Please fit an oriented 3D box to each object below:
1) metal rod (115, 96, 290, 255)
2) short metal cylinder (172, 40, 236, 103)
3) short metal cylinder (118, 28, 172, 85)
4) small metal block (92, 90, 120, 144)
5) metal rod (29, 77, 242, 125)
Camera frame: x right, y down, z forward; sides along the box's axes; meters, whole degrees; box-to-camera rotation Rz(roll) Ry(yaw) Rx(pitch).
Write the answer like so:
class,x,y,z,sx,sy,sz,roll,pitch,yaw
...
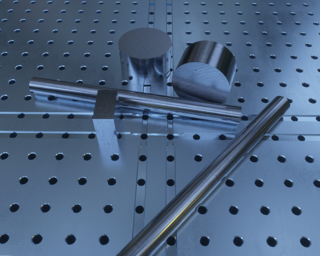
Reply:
class,x,y,z,sx,sy,sz,roll,pitch,yaw
metal rod,0.068,0.049,0.366,0.025,0.025,0.302,36,58,26
short metal cylinder,0.062,-0.074,0.435,0.080,0.080,0.050,15,52,12
short metal cylinder,-0.022,-0.114,0.487,0.081,0.050,0.080,0,50,0
small metal block,-0.068,-0.014,0.402,0.025,0.050,0.050,0,50,0
metal rod,-0.039,-0.040,0.440,0.301,0.025,0.025,9,51,7
